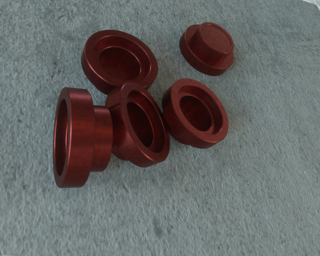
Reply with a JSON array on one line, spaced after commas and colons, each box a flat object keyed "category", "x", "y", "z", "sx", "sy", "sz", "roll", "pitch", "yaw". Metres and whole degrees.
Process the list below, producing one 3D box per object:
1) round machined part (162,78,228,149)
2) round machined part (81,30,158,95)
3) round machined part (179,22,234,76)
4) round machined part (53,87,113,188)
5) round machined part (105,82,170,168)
[{"category": "round machined part", "x": 0.042, "y": -0.016, "z": 0.420, "sx": 0.099, "sy": 0.042, "sz": 0.098, "roll": 21, "pitch": 50, "yaw": -28}, {"category": "round machined part", "x": -0.056, "y": -0.080, "z": 0.412, "sx": 0.099, "sy": 0.042, "sz": 0.098, "roll": 14, "pitch": 55, "yaw": -20}, {"category": "round machined part", "x": 0.086, "y": -0.140, "z": 0.527, "sx": 0.099, "sy": 0.042, "sz": 0.098, "roll": 14, "pitch": 56, "yaw": -21}, {"category": "round machined part", "x": -0.078, "y": 0.010, "z": 0.310, "sx": 0.042, "sy": 0.097, "sz": 0.098, "roll": 4, "pitch": 60, "yaw": -27}, {"category": "round machined part", "x": -0.032, "y": 0.000, "z": 0.358, "sx": 0.098, "sy": 0.042, "sz": 0.098, "roll": 46, "pitch": 31, "yaw": -38}]
